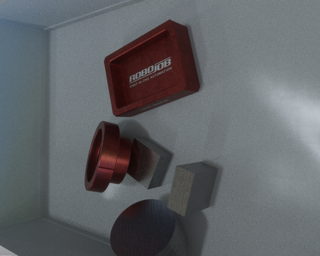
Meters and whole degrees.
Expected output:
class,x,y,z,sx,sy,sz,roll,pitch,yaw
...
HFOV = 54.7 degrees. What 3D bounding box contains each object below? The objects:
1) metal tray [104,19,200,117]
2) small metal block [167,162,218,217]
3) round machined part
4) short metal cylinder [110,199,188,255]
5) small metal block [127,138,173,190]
class,x,y,z,sx,sy,sz,roll,pitch,yaw
metal tray,-0.016,-0.074,0.414,0.130,0.030,0.090,-18,79,38
small metal block,0.038,0.069,0.357,0.025,0.050,0.050,20,102,38
round machined part,-0.071,0.042,0.434,0.098,0.042,0.097,-165,90,-69
short metal cylinder,-0.012,0.133,0.371,0.080,0.080,0.050,11,139,39
small metal block,-0.017,0.047,0.419,0.050,0.025,0.050,32,110,35
